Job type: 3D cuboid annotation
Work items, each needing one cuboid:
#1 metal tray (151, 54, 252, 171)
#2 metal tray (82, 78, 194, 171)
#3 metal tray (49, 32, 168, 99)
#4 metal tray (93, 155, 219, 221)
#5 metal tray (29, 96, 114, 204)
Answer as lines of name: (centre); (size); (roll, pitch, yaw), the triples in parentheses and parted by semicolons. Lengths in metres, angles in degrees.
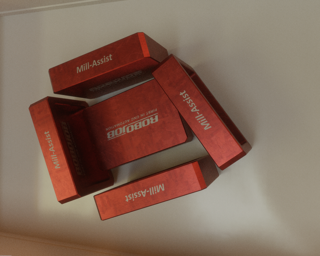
metal tray: (0.051, -0.018, 0.356); (0.030, 0.090, 0.130); (-38, 78, 17)
metal tray: (-0.032, -0.004, 0.415); (0.130, 0.030, 0.090); (-21, 83, 18)
metal tray: (-0.060, -0.073, 0.394); (0.130, 0.090, 0.030); (-17, 85, 19)
metal tray: (-0.001, 0.069, 0.373); (0.130, 0.090, 0.030); (-21, 83, 18)
metal tray: (-0.114, 0.026, 0.412); (0.030, 0.090, 0.129); (-22, 83, 18)
